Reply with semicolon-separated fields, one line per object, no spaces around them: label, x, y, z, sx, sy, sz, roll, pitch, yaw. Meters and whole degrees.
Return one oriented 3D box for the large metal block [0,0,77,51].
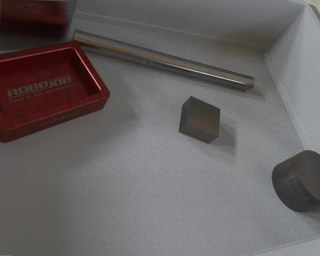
large metal block;-0.155;-0.141;0.373;0.081;0.080;0.050;-13;69;-34

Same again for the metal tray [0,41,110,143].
metal tray;-0.136;-0.047;0.358;0.131;0.030;0.090;-25;75;-37

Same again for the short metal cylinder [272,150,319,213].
short metal cylinder;0.216;0.079;0.460;0.081;0.050;0.080;14;56;-21

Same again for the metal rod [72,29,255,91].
metal rod;0.020;-0.099;0.478;0.302;0.025;0.025;9;58;-24

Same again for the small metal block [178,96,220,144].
small metal block;0.058;-0.011;0.446;0.050;0.025;0.050;22;53;-16
